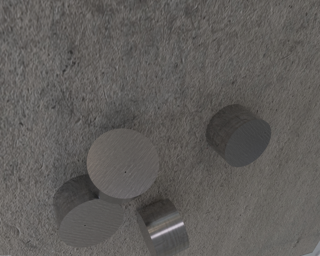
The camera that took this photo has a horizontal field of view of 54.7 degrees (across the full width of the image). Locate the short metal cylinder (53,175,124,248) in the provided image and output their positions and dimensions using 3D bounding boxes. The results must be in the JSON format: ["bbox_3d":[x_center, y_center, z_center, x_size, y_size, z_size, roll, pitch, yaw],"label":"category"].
[{"bbox_3d":[-0.094,0.108,0.406,0.081,0.050,0.079,-14,124,-21],"label":"short metal cylinder"}]

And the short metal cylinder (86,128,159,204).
[{"bbox_3d":[-0.046,0.046,0.366,0.081,0.080,0.050,-15,165,-20],"label":"short metal cylinder"}]

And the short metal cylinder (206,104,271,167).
[{"bbox_3d":[0.116,0.011,0.460,0.081,0.050,0.079,-14,124,-21],"label":"short metal cylinder"}]

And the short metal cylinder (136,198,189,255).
[{"bbox_3d":[0.002,0.154,0.467,0.050,0.080,0.079,-19,126,-17],"label":"short metal cylinder"}]
